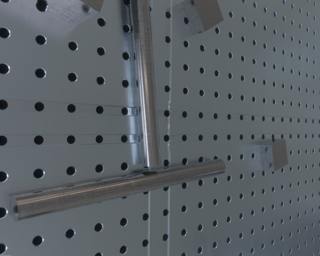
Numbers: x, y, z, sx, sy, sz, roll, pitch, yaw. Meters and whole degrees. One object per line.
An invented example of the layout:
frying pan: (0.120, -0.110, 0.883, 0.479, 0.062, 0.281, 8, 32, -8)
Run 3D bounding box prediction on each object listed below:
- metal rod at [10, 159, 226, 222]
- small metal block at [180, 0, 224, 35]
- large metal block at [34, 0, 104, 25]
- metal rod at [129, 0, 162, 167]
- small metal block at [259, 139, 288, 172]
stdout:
metal rod: (-0.022, 0.068, 0.390, 0.302, 0.025, 0.025, -4, 93, -40)
small metal block: (0.063, -0.173, 0.462, 0.050, 0.025, 0.050, -39, 114, -33)
large metal block: (-0.096, -0.165, 0.312, 0.080, 0.050, 0.080, 24, 75, -38)
metal rod: (-0.022, -0.101, 0.390, 0.025, 0.025, 0.298, -7, 95, -40)
small metal block: (0.218, 0.051, 0.592, 0.050, 0.025, 0.050, -16, 100, -39)
